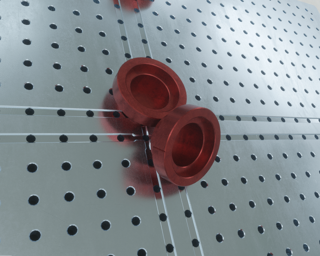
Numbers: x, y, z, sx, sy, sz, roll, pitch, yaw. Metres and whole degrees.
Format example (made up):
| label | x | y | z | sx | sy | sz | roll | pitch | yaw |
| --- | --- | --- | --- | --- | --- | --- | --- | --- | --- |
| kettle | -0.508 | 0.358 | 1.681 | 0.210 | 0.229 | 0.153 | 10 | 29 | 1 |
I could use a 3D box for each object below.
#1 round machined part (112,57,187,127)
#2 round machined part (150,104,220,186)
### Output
| label | x | y | z | sx | sy | sz | roll | pitch | yaw |
| --- | --- | --- | --- | --- | --- | --- | --- | --- | --- |
| round machined part | -0.017 | -0.043 | 0.416 | 0.099 | 0.042 | 0.098 | 14 | 56 | -21 |
| round machined part | 0.027 | 0.018 | 0.380 | 0.099 | 0.042 | 0.097 | -16 | 115 | -39 |
